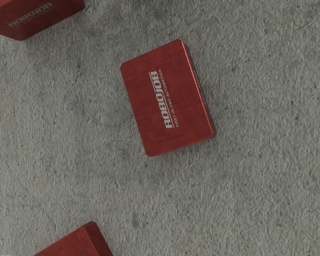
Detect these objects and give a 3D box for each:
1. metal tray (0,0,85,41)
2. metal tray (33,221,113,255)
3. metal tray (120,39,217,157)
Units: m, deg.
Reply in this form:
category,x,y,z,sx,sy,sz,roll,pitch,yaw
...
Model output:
category,x,y,z,sx,sy,sz,roll,pitch,yaw
metal tray,-0.186,-0.173,0.440,0.130,0.090,0.030,-19,84,19
metal tray,-0.131,0.207,0.452,0.130,0.030,0.090,-34,79,16
metal tray,0.010,-0.037,0.403,0.090,0.030,0.129,-19,84,19
